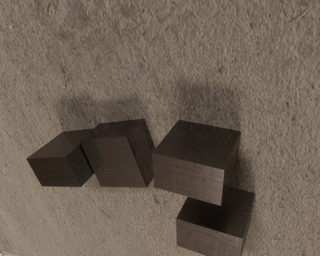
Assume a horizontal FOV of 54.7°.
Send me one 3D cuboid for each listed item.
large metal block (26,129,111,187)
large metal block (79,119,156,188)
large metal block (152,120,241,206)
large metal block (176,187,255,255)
[{"bbox_3d":[-0.134,0.044,0.467,0.080,0.080,0.050,-6,116,30],"label":"large metal block"},{"bbox_3d":[-0.054,0.037,0.440,0.080,0.050,0.080,-5,116,30],"label":"large metal block"},{"bbox_3d":[0.045,0.037,0.369,0.080,0.080,0.050,12,123,21],"label":"large metal block"},{"bbox_3d":[0.074,0.119,0.405,0.080,0.080,0.050,11,123,22],"label":"large metal block"}]
